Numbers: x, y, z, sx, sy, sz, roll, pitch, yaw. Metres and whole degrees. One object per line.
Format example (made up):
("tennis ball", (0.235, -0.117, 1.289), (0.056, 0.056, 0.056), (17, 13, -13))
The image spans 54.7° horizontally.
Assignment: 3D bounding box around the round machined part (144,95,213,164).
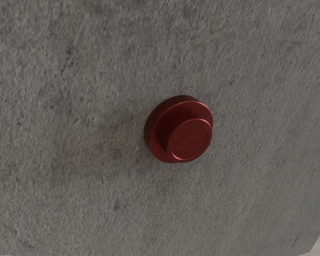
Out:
("round machined part", (0.031, 0.008, 0.420), (0.099, 0.042, 0.097), (-14, 125, -21))
